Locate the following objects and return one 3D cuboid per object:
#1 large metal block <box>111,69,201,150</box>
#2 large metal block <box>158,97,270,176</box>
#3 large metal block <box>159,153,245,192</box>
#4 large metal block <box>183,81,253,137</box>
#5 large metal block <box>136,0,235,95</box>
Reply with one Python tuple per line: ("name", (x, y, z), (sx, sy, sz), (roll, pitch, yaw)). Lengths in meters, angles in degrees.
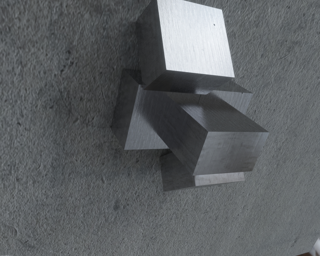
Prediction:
("large metal block", (-0.007, -0.022, 0.374), (0.081, 0.050, 0.079), (1, 118, -29))
("large metal block", (0.056, 0.007, 0.345), (0.081, 0.080, 0.050), (1, 118, -29))
("large metal block", (0.056, 0.057, 0.432), (0.081, 0.080, 0.050), (0, 75, -29))
("large metal block", (0.065, -0.022, 0.414), (0.081, 0.050, 0.079), (1, 118, -29))
("large metal block", (0.025, -0.084, 0.328), (0.081, 0.050, 0.080), (1, 74, -29))
